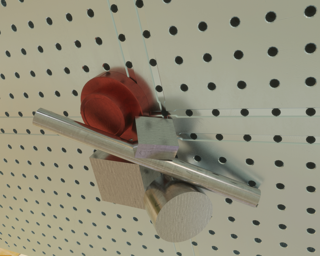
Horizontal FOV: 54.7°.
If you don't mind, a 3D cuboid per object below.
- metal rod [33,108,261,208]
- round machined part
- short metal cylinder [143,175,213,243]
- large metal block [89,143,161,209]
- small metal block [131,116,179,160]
[{"bbox_3d":[-0.016,0.038,0.400,0.301,0.025,0.025,21,127,-1],"label":"metal rod"},{"bbox_3d":[-0.067,-0.023,0.420,0.098,0.042,0.097,13,124,20],"label":"round machined part"},{"bbox_3d":[0.024,0.106,0.419,0.081,0.050,0.079,-9,116,-18],"label":"short metal cylinder"},{"bbox_3d":[-0.047,0.067,0.457,0.080,0.050,0.079,5,121,25],"label":"large metal block"},{"bbox_3d":[-0.007,0.012,0.393,0.050,0.050,0.025,5,131,-15],"label":"small metal block"}]
